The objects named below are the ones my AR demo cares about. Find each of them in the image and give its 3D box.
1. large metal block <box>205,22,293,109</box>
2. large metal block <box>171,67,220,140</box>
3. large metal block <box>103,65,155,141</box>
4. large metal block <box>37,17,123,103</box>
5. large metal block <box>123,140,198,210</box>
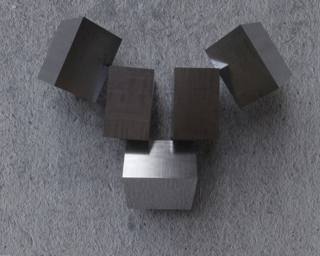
[{"bbox_3d":[0.111,-0.079,0.379,0.050,0.080,0.080,-31,90,37],"label":"large metal block"},{"bbox_3d":[0.041,-0.028,0.384,0.050,0.080,0.079,1,90,0],"label":"large metal block"},{"bbox_3d":[-0.035,-0.028,0.383,0.050,0.080,0.079,5,90,0],"label":"large metal block"},{"bbox_3d":[-0.099,-0.082,0.373,0.050,0.080,0.080,23,90,-36],"label":"large metal block"},{"bbox_3d":[0.000,0.059,0.378,0.081,0.080,0.050,1,51,0],"label":"large metal block"}]
